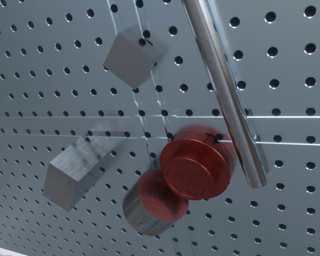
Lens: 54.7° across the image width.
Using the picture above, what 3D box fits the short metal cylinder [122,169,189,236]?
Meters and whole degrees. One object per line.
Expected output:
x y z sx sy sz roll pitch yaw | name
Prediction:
-0.006 0.106 0.443 0.080 0.080 0.050 39 129 1 | short metal cylinder

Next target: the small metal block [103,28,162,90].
-0.034 -0.084 0.376 0.050 0.025 0.050 38 129 2 | small metal block

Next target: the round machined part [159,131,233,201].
0.044 0.057 0.411 0.098 0.042 0.097 13 124 20 | round machined part

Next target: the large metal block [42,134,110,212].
-0.132 0.070 0.486 0.050 0.080 0.079 32 128 7 | large metal block

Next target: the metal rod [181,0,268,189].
0.065 -0.061 0.338 0.025 0.025 0.299 -11 113 32 | metal rod
